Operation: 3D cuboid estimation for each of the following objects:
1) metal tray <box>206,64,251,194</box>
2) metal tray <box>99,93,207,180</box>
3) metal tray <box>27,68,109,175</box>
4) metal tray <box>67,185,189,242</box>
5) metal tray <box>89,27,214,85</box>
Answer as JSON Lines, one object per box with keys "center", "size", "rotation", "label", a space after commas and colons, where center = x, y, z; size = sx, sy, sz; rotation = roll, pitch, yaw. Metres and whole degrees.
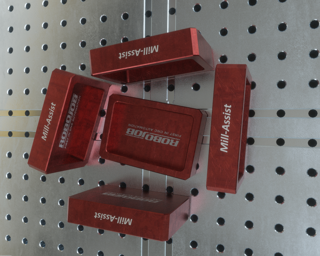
{"center": [0.080, 0.000, 0.350], "size": [0.030, 0.090, 0.129], "rotation": [5, 92, 20], "label": "metal tray"}
{"center": [-0.011, 0.009, 0.413], "size": [0.130, 0.030, 0.090], "rotation": [12, 94, 19], "label": "metal tray"}
{"center": [-0.121, -0.008, 0.421], "size": [0.030, 0.090, 0.129], "rotation": [19, 96, 19], "label": "metal tray"}
{"center": [-0.037, 0.102, 0.392], "size": [0.130, 0.090, 0.030], "rotation": [4, 92, 20], "label": "metal tray"}
{"center": [-0.008, -0.083, 0.381], "size": [0.130, 0.090, 0.030], "rotation": [-7, 88, 20], "label": "metal tray"}
